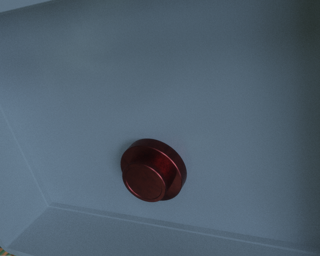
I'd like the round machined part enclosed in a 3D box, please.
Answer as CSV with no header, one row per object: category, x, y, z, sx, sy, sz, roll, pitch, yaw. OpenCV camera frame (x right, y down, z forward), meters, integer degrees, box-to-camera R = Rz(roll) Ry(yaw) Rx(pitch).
round machined part,-0.015,0.068,0.446,0.098,0.042,0.097,13,124,20
